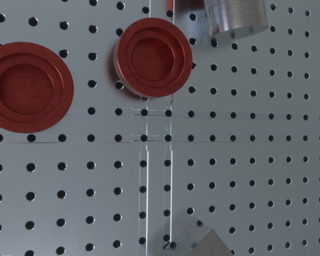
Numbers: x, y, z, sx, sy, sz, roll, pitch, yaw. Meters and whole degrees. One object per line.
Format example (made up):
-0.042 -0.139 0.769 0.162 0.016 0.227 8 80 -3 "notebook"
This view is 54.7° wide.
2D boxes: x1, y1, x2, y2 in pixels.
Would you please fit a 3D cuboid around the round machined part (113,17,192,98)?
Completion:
-0.012 -0.087 0.399 0.099 0.042 0.097 0 90 -20 "round machined part"

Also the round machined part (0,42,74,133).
-0.150 -0.043 0.348 0.099 0.042 0.097 0 90 -20 "round machined part"

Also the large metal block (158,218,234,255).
0.053 0.185 0.419 0.080 0.050 0.080 -41 103 -15 "large metal block"

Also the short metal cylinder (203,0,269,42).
0.102 -0.153 0.421 0.081 0.080 0.050 -10 94 -20 "short metal cylinder"
